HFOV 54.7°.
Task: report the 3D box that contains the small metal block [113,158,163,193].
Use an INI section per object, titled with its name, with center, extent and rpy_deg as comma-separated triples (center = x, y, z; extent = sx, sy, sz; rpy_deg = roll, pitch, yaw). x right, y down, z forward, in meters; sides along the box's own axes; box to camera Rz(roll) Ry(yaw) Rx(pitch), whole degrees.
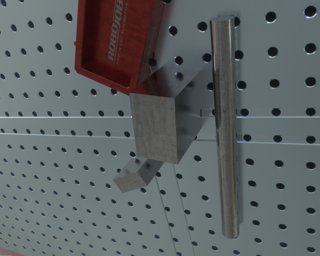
[small metal block]
center = -0.032, 0.064, 0.450
extent = 0.050, 0.050, 0.025
rpy_deg = -23, 106, 36

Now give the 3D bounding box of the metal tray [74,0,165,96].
[metal tray]
center = -0.051, -0.111, 0.364
extent = 0.090, 0.030, 0.129
rpy_deg = 25, 127, 12

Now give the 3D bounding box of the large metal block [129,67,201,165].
[large metal block]
center = 0.010, -0.017, 0.358
extent = 0.050, 0.080, 0.079
rpy_deg = 10, 123, 23

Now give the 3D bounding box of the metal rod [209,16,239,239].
[metal rod]
center = 0.082, 0.020, 0.379
extent = 0.025, 0.025, 0.298
rpy_deg = 5, 121, 25
